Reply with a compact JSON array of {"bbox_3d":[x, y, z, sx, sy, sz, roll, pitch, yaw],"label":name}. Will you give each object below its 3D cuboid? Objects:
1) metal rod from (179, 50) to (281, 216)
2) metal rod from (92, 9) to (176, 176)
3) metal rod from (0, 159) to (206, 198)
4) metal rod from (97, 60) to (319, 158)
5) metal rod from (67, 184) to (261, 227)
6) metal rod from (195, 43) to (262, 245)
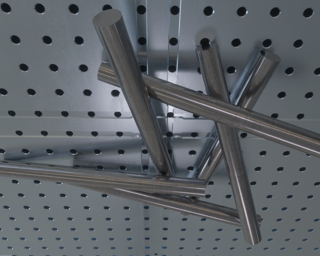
[{"bbox_3d":[0.082,0.029,0.436,0.025,0.025,0.298,12,129,-10],"label":"metal rod"},{"bbox_3d":[-0.014,-0.001,0.371,0.025,0.025,0.299,-9,142,8],"label":"metal rod"},{"bbox_3d":[-0.088,0.071,0.443,0.301,0.025,0.025,5,131,7],"label":"metal rod"},{"bbox_3d":[0.075,-0.016,0.344,0.301,0.025,0.025,20,129,5],"label":"metal rod"},{"bbox_3d":[0.008,0.111,0.479,0.301,0.025,0.025,14,129,-2],"label":"metal rod"},{"bbox_3d":[0.096,0.039,0.402,0.025,0.025,0.299,-14,116,11],"label":"metal rod"}]
